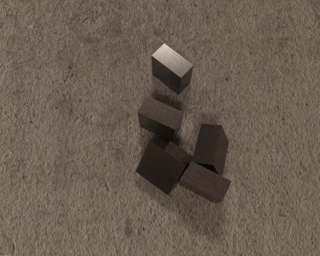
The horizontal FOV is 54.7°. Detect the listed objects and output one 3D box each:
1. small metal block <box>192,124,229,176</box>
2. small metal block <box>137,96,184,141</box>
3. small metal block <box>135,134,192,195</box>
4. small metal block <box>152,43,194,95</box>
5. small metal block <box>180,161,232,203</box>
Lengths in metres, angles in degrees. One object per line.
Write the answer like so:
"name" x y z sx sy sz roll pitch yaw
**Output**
"small metal block" 0.064 0.029 0.381 0.025 0.050 0.050 6 66 26
"small metal block" 0.001 -0.011 0.399 0.050 0.050 0.025 25 72 8
"small metal block" 0.005 0.044 0.376 0.050 0.050 0.025 34 30 13
"small metal block" 0.016 -0.079 0.424 0.050 0.050 0.025 40 75 13
"small metal block" 0.052 0.066 0.370 0.050 0.050 0.025 27 76 8
